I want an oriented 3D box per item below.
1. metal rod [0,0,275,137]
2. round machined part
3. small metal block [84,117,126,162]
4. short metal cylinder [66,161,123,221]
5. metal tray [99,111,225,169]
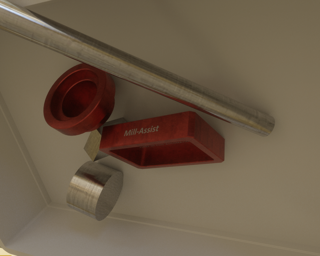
[{"bbox_3d":[-0.015,-0.052,0.302,0.302,0.025,0.025,20,131,-17],"label":"metal rod"},{"bbox_3d":[-0.099,-0.033,0.403,0.098,0.098,0.042,-2,153,29],"label":"round machined part"},{"bbox_3d":[-0.073,0.016,0.435,0.025,0.050,0.050,50,132,19],"label":"small metal block"},{"bbox_3d":[-0.100,0.097,0.483,0.050,0.080,0.079,19,126,17],"label":"short metal cylinder"},{"bbox_3d":[0.003,0.020,0.383,0.130,0.030,0.090,-9,153,32],"label":"metal tray"}]
